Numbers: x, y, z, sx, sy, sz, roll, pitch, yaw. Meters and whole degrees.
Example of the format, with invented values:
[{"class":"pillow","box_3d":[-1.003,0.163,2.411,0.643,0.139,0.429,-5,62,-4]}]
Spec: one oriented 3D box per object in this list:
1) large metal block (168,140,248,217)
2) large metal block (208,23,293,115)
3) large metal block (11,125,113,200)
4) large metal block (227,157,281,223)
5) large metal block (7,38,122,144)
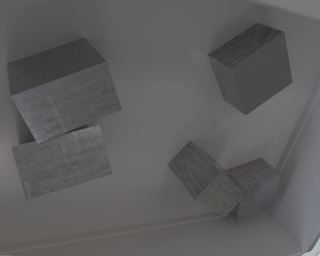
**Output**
[{"class":"large metal block","box_3d":[0.070,0.075,0.457,0.050,0.080,0.080,-48,129,6]},{"class":"large metal block","box_3d":[0.121,-0.078,0.410,0.080,0.050,0.080,-35,129,-6]},{"class":"large metal block","box_3d":[-0.103,0.033,0.328,0.081,0.080,0.050,-15,92,-20]},{"class":"large metal block","box_3d":[0.157,0.108,0.545,0.081,0.050,0.079,-16,125,-20]},{"class":"large metal block","box_3d":[-0.093,-0.040,0.297,0.081,0.080,0.050,-24,127,-14]}]
